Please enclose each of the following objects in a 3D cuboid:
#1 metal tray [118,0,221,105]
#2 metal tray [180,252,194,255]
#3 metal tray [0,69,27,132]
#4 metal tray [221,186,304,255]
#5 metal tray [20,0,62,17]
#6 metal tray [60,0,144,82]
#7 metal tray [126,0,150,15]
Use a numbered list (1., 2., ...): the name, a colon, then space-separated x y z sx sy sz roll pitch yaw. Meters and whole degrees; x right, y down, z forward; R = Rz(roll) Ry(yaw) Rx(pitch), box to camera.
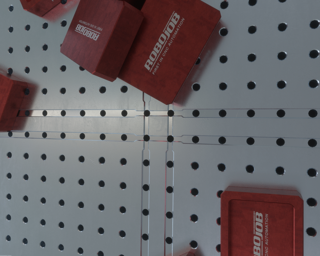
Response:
1. metal tray: 0.007 -0.106 0.396 0.090 0.030 0.129 30 100 1
2. metal tray: 0.005 0.233 0.408 0.130 0.030 0.090 -31 80 17
3. metal tray: -0.291 -0.059 0.514 0.130 0.030 0.090 26 98 18
4. metal tray: 0.119 0.139 0.367 0.090 0.030 0.129 0 90 20
5. metal tray: -0.163 -0.243 0.468 0.130 0.030 0.090 -28 81 17
6. metal tray: -0.082 -0.122 0.406 0.130 0.030 0.090 36 103 48
7. metal tray: -0.031 -0.195 0.367 0.030 0.131 0.090 34 101 24
